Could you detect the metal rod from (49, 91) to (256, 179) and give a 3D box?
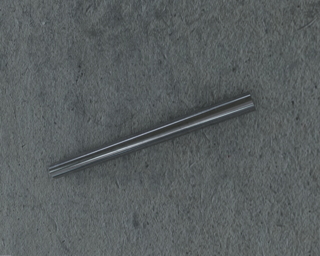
[{"bbox_3d":[-0.023,0.016,0.417,0.300,0.025,0.025,-20,83,19],"label":"metal rod"}]
